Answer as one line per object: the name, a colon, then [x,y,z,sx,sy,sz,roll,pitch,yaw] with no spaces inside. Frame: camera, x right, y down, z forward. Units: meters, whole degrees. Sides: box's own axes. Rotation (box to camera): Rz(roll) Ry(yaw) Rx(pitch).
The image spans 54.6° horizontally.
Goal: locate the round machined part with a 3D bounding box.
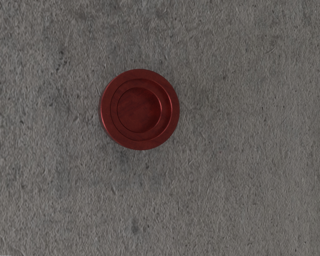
round machined part: [-0.028,-0.022,0.389,0.099,0.042,0.097,0,90,-20]
